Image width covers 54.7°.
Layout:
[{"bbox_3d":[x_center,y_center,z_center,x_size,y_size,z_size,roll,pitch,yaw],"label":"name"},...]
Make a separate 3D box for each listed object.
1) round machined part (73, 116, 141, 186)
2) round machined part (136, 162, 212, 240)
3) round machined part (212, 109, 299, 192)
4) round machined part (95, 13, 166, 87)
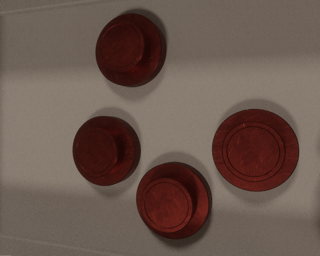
[{"bbox_3d":[-0.080,0.032,0.428,0.098,0.042,0.097,0,90,19],"label":"round machined part"},{"bbox_3d":[0.014,0.094,0.396,0.098,0.042,0.097,0,90,19],"label":"round machined part"},{"bbox_3d":[0.110,0.026,0.363,0.098,0.042,0.097,0,90,19],"label":"round machined part"},{"bbox_3d":[-0.045,-0.106,0.416,0.098,0.042,0.097,0,90,19],"label":"round machined part"}]
